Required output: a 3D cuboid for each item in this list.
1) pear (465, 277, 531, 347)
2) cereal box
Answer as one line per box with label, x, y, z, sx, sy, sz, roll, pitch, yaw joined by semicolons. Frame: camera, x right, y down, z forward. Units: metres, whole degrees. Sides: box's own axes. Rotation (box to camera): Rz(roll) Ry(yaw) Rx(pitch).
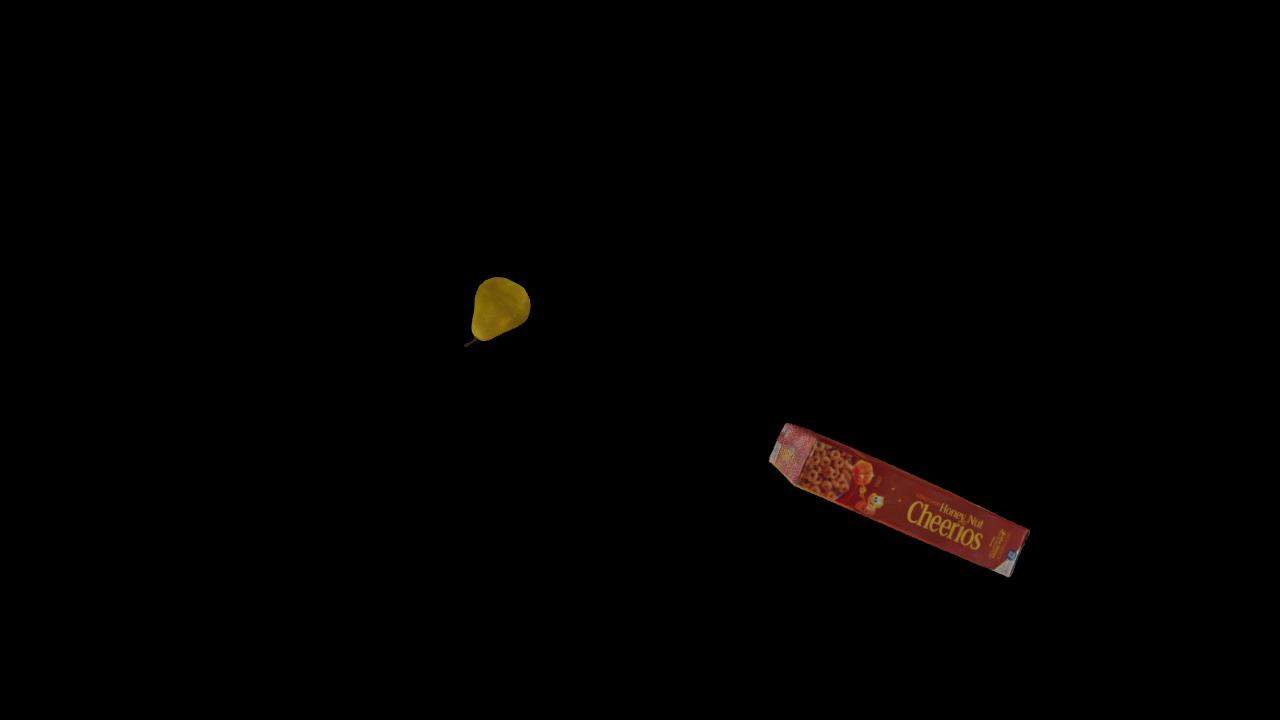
pear;-0.204;-0.060;0.870;0.080;0.111;0.080;21;-15;6
cereal box;0.356;0.193;0.892;0.306;0.081;0.203;24;1;1
